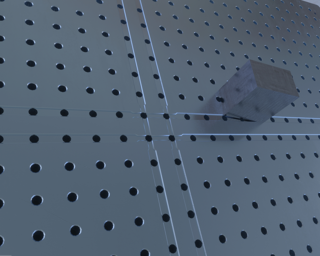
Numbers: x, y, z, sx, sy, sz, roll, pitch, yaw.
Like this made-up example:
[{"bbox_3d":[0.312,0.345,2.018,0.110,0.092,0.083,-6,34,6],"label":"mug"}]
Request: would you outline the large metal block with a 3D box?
[{"bbox_3d":[0.153,-0.055,0.487,0.081,0.080,0.050,9,58,-24],"label":"large metal block"}]
